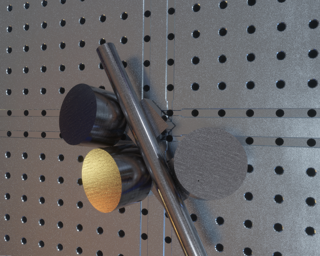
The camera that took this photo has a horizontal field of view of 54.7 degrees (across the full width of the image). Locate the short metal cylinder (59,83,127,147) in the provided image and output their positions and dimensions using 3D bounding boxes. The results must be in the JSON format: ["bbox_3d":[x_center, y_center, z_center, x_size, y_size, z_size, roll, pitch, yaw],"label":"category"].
[{"bbox_3d":[-0.089,-0.014,0.412,0.080,0.050,0.080,-9,76,39],"label":"short metal cylinder"}]

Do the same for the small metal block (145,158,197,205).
[{"bbox_3d":[0.017,0.073,0.402,0.050,0.025,0.050,-42,77,15],"label":"small metal block"}]

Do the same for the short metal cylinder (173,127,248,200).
[{"bbox_3d":[0.056,0.044,0.362,0.081,0.050,0.080,0,75,1],"label":"short metal cylinder"}]

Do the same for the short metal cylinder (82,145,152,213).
[{"bbox_3d":[-0.057,0.063,0.401,0.080,0.050,0.079,5,97,42],"label":"short metal cylinder"}]

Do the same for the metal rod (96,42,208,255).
[{"bbox_3d":[-0.012,0.029,0.385,0.025,0.025,0.299,-27,81,18],"label":"metal rod"}]

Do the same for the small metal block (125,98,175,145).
[{"bbox_3d":[-0.018,-0.004,0.415,0.050,0.025,0.050,-45,76,14],"label":"small metal block"}]
